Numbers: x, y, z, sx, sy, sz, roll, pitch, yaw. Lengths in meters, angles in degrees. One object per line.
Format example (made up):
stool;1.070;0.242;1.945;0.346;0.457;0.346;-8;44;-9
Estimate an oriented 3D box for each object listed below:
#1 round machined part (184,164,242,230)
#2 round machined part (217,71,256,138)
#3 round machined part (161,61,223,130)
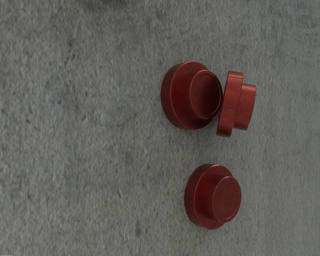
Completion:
round machined part;0.086;0.105;0.469;0.099;0.042;0.097;0;90;-40
round machined part;0.113;-0.033;0.457;0.098;0.042;0.097;10;91;-80
round machined part;0.052;-0.046;0.439;0.099;0.042;0.097;0;90;-40
